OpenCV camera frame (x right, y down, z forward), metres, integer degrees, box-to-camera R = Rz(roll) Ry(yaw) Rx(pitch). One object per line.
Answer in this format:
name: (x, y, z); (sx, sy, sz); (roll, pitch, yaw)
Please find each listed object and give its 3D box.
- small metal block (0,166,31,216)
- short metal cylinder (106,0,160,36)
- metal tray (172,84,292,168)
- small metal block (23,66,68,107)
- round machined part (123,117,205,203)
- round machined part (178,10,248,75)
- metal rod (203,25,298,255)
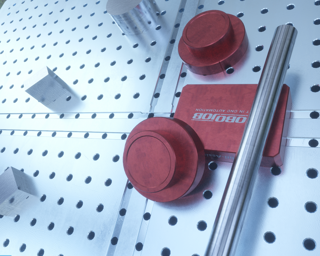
small metal block: (-0.231, 0.096, 0.471); (0.050, 0.025, 0.050); (-41, 51, 0)
short metal cylinder: (-0.047, -0.210, 0.546); (0.080, 0.050, 0.080); (-13, 56, 21)
metal tray: (0.080, -0.007, 0.367); (0.130, 0.030, 0.090); (4, 64, 30)
small metal block: (-0.199, -0.072, 0.542); (0.050, 0.050, 0.025); (-33, 52, 6)
round machined part: (-0.003, 0.036, 0.350); (0.098, 0.042, 0.097); (1, 91, 30)
round machined part: (0.071, -0.127, 0.438); (0.098, 0.042, 0.098); (-13, 56, 21)
metal rod: (0.091, 0.020, 0.309); (0.025, 0.025, 0.300); (10, 67, 32)
